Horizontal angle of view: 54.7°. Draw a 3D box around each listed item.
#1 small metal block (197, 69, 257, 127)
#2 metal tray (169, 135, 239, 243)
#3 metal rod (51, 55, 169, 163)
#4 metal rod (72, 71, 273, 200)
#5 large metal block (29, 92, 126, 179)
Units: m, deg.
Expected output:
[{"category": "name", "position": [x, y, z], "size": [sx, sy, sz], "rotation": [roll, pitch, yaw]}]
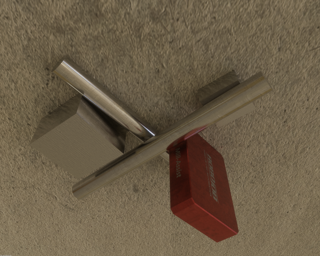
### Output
[{"category": "small metal block", "position": [0.082, -0.035, 0.380], "size": [0.050, 0.025, 0.050], "rotation": [-28, 125, 21]}, {"category": "metal tray", "position": [0.053, 0.066, 0.396], "size": [0.030, 0.130, 0.090], "rotation": [-35, 122, 26]}, {"category": "metal rod", "position": [-0.013, 0.012, 0.419], "size": [0.025, 0.025, 0.301], "rotation": [-35, 123, 25]}, {"category": "metal rod", "position": [-0.002, 0.021, 0.393], "size": [0.300, 0.025, 0.025], "rotation": [-32, 124, 23]}, {"category": "large metal block", "position": [-0.101, 0.010, 0.398], "size": [0.080, 0.050, 0.080], "rotation": [-30, 125, 22]}]
